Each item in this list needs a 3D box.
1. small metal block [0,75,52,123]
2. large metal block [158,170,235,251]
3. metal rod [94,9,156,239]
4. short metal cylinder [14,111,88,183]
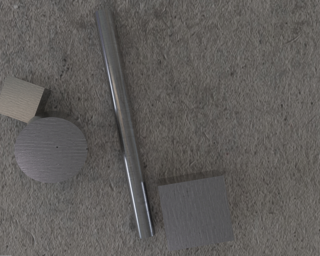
[{"bbox_3d":[-0.180,-0.036,0.408,0.050,0.025,0.050,20,90,0],"label":"small metal block"},{"bbox_3d":[0.044,0.103,0.398,0.080,0.050,0.080,-9,90,0],"label":"large metal block"},{"bbox_3d":[-0.046,-0.005,0.409,0.025,0.025,0.298,-11,90,0],"label":"metal rod"},{"bbox_3d":[-0.133,0.022,0.384,0.081,0.050,0.079,-3,102,-16],"label":"short metal cylinder"}]
